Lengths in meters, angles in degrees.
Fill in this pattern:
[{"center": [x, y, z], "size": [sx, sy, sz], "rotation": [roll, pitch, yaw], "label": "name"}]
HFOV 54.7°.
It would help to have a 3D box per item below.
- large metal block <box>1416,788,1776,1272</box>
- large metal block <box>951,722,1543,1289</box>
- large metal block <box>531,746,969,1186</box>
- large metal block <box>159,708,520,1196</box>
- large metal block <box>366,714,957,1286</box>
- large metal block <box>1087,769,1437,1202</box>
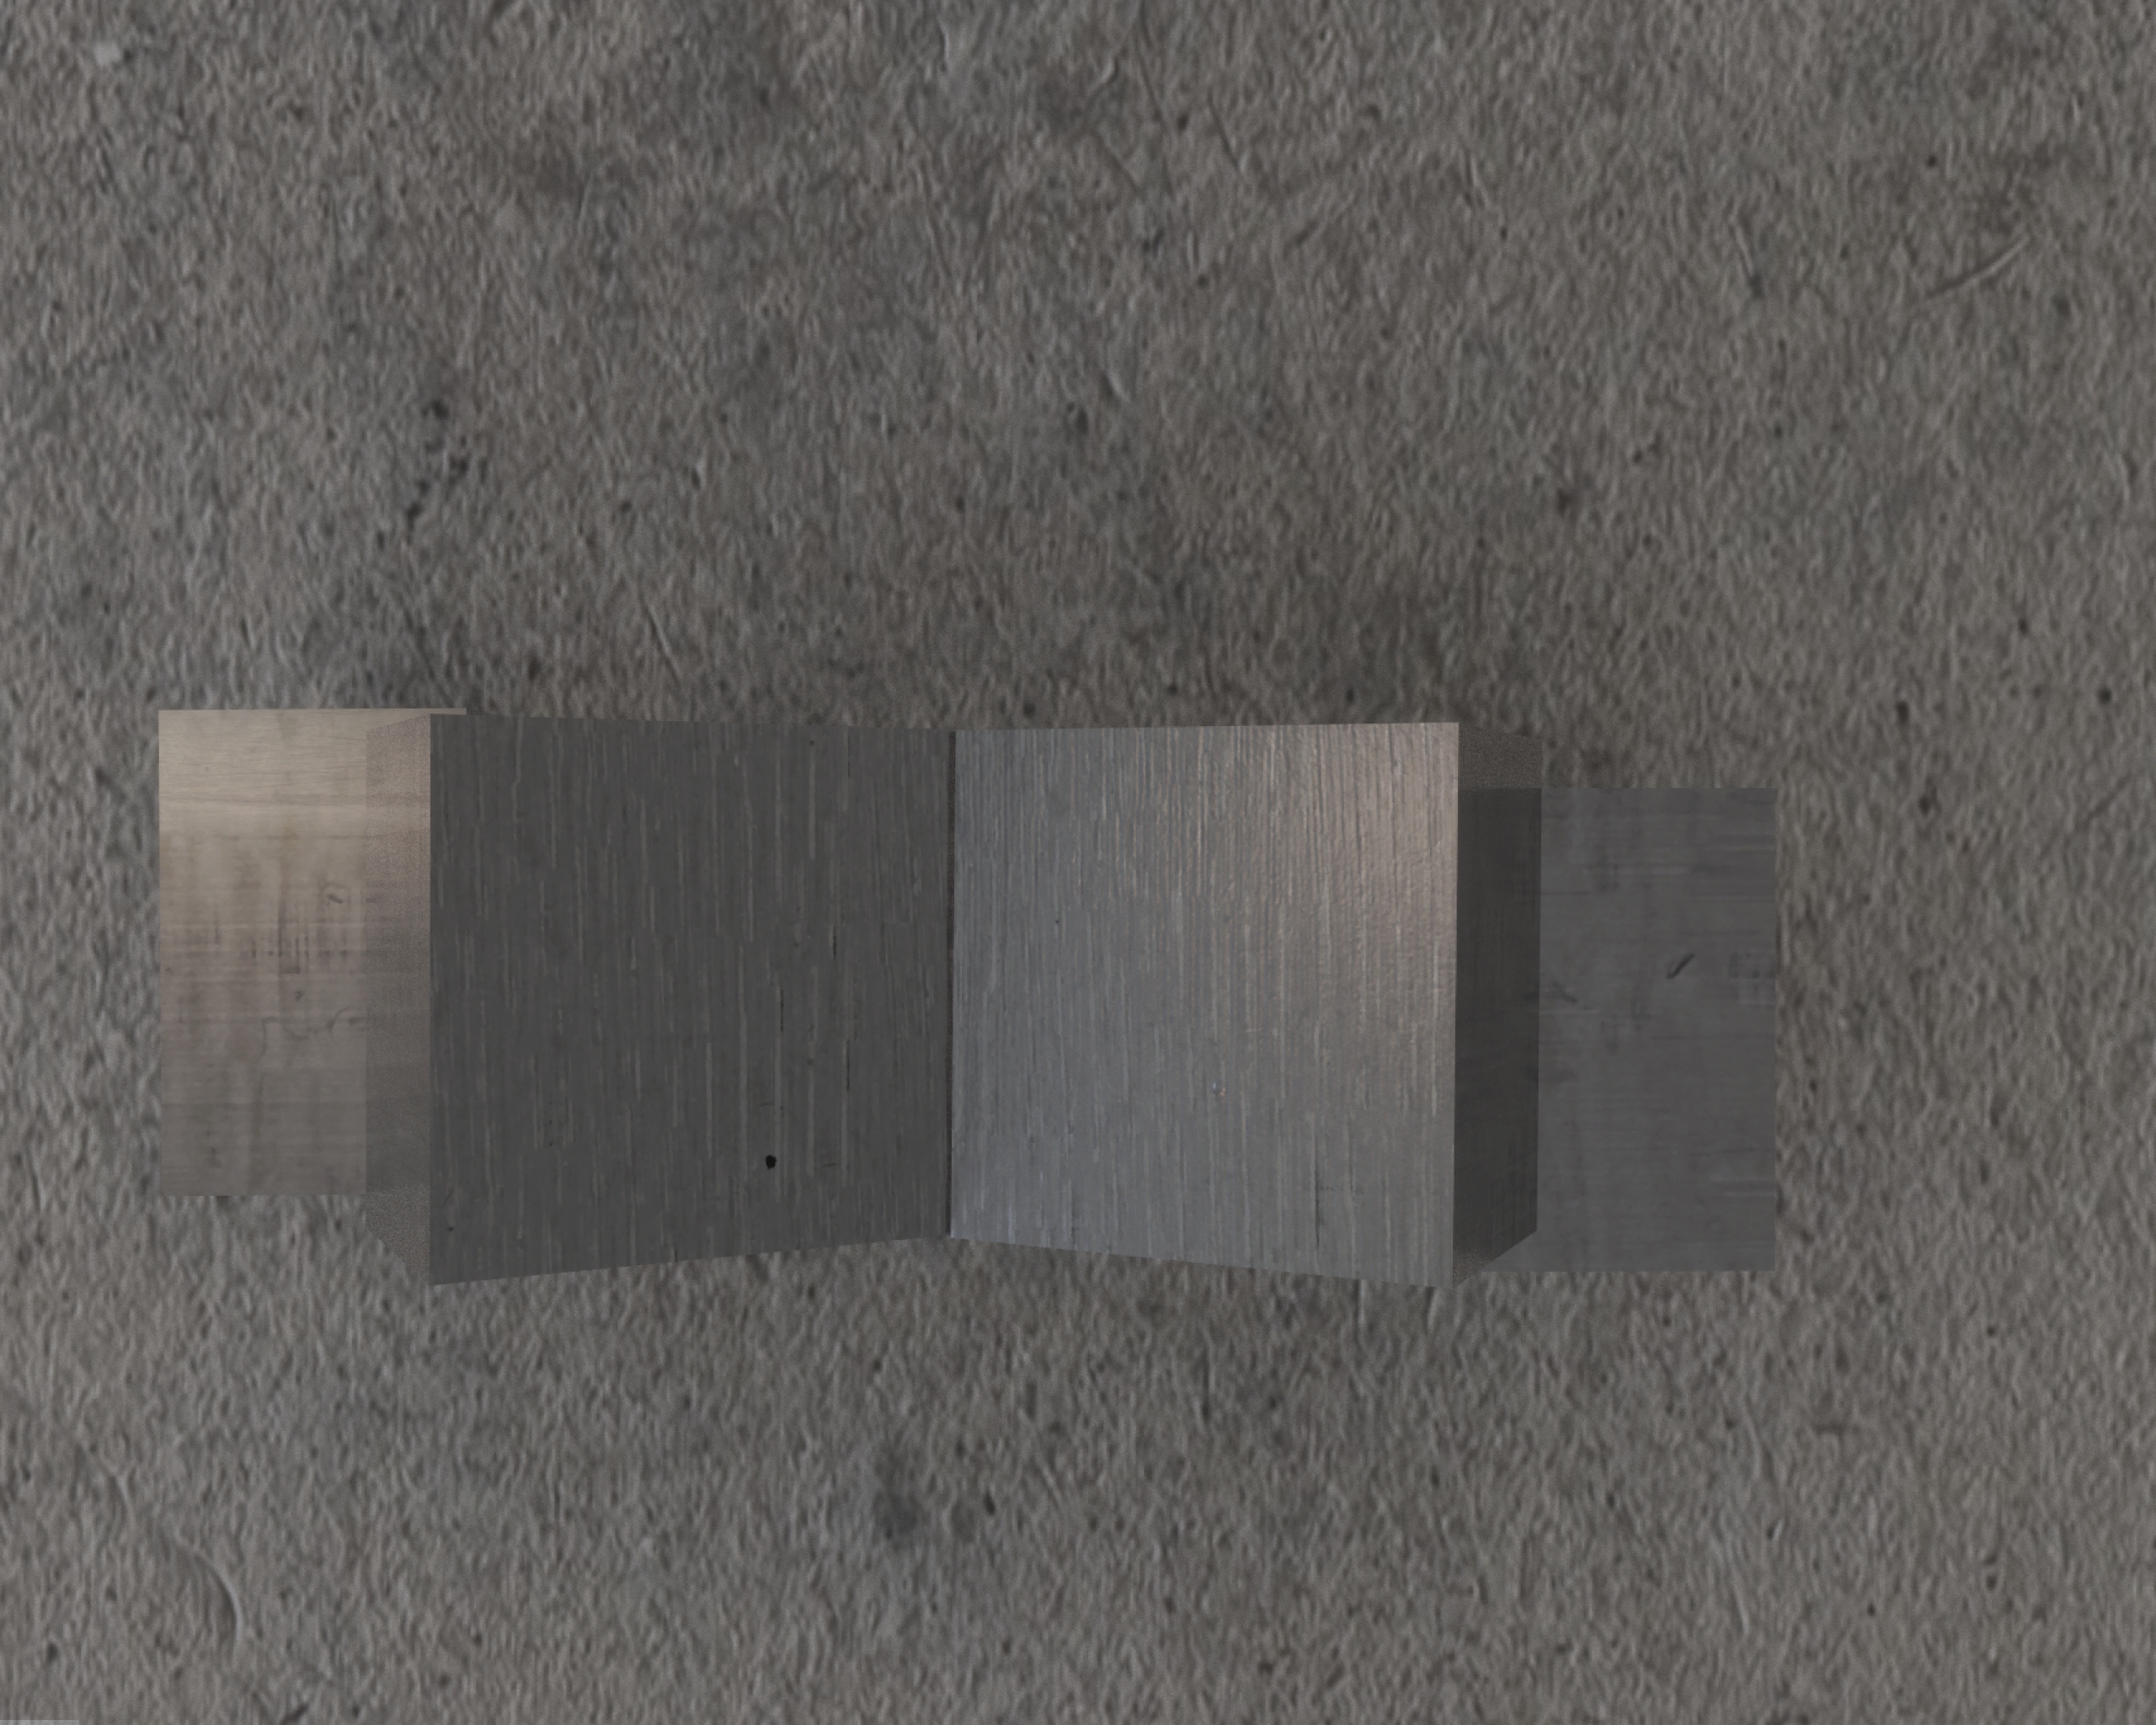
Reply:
[{"center": [0.090, 0.027, 0.383], "size": [0.050, 0.080, 0.080], "rotation": [0, 90, 0], "label": "large metal block"}, {"center": [0.028, 0.019, 0.332], "size": [0.080, 0.050, 0.080], "rotation": [1, 90, 25], "label": "large metal block"}, {"center": [-0.057, 0.018, 0.397], "size": [0.081, 0.050, 0.080], "rotation": [0, 90, 0], "label": "large metal block"}, {"center": [-0.125, 0.014, 0.381], "size": [0.050, 0.080, 0.080], "rotation": [0, 90, 0], "label": "large metal block"}, {"center": [-0.067, 0.019, 0.331], "size": [0.081, 0.050, 0.080], "rotation": [0, 90, -29], "label": "large metal block"}, {"center": [0.024, 0.021, 0.397], "size": [0.081, 0.050, 0.080], "rotation": [0, 90, 0], "label": "large metal block"}]
